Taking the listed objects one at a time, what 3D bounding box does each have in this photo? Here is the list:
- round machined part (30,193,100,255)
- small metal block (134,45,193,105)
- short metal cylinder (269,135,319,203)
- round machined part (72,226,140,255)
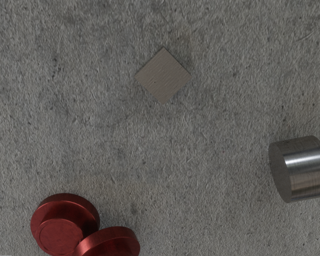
[{"bbox_3d":[-0.141,0.148,0.454,0.099,0.042,0.097,0,110,-1],"label":"round machined part"},{"bbox_3d":[0.004,-0.066,0.386,0.050,0.025,0.050,-43,105,14],"label":"small metal block"},{"bbox_3d":[0.180,0.053,0.403,0.050,0.080,0.079,-12,110,4],"label":"short metal cylinder"},{"bbox_3d":[-0.074,0.193,0.449,0.099,0.042,0.097,-15,129,-20],"label":"round machined part"}]
